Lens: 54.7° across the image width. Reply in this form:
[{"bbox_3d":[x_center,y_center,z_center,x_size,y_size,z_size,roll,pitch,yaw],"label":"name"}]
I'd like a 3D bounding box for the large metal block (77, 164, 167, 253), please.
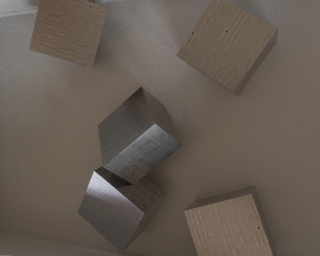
[{"bbox_3d":[-0.051,0.098,0.402,0.080,0.050,0.079,36,122,16],"label":"large metal block"}]

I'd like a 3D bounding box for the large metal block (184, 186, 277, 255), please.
[{"bbox_3d":[0.084,0.122,0.367,0.080,0.050,0.080,-20,84,19],"label":"large metal block"}]

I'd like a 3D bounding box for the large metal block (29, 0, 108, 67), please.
[{"bbox_3d":[-0.124,-0.133,0.420,0.081,0.050,0.080,13,96,-21],"label":"large metal block"}]

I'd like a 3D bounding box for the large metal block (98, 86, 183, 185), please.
[{"bbox_3d":[-0.028,0.008,0.386,0.080,0.050,0.080,-40,37,15],"label":"large metal block"}]

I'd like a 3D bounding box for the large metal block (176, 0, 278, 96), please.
[{"bbox_3d":[0.080,-0.095,0.369,0.080,0.050,0.080,37,102,16],"label":"large metal block"}]
